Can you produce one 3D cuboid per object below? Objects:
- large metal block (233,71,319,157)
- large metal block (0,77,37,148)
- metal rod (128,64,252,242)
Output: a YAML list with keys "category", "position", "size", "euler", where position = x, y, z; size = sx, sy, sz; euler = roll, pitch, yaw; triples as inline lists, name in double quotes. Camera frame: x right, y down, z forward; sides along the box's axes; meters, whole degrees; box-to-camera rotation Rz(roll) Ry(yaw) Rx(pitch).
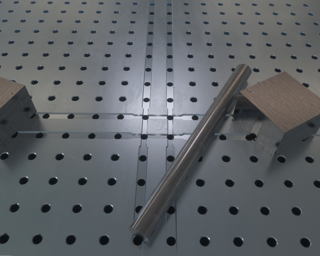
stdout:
- category: "large metal block"
  position: [0.158, -0.021, 0.410]
  size: [0.081, 0.050, 0.080]
  euler: [-24, 54, -19]
- category: "large metal block"
  position: [-0.229, -0.024, 0.410]
  size: [0.080, 0.050, 0.080]
  euler: [19, 52, 15]
- category: "metal rod"
  position: [0.054, 0.010, 0.399]
  size: [0.025, 0.025, 0.301]
  euler: [24, 54, 19]
